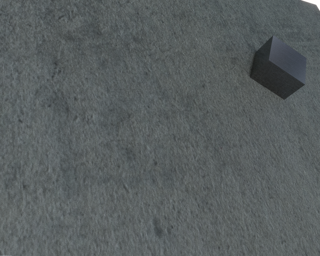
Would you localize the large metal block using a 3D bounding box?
[{"bbox_3d":[0.223,-0.113,0.580,0.080,0.050,0.080,31,52,-9],"label":"large metal block"}]
